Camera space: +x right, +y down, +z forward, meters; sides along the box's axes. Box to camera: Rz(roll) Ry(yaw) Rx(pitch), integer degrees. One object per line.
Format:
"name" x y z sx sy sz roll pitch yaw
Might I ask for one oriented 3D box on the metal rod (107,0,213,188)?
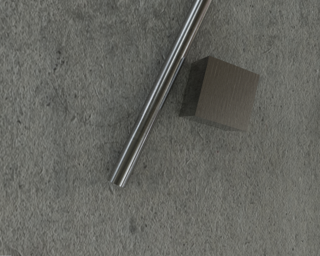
"metal rod" 0.007 -0.064 0.412 0.025 0.025 0.299 28 81 -18

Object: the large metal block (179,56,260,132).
"large metal block" 0.081 -0.044 0.427 0.081 0.050 0.080 16 85 -20
